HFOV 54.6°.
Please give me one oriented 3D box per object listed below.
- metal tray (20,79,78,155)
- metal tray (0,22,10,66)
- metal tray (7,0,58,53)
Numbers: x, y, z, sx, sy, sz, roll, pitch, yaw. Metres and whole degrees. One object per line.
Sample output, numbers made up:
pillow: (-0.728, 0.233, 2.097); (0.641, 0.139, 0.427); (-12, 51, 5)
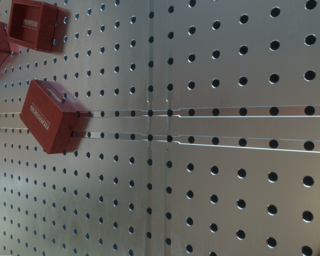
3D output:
metal tray: (-0.212, -0.023, 0.584); (0.130, 0.030, 0.089); (40, 114, 32)
metal tray: (-0.413, -0.187, 0.749); (0.130, 0.030, 0.090); (-30, 71, 36)
metal tray: (-0.259, -0.207, 0.622); (0.130, 0.030, 0.089); (23, 105, 37)
